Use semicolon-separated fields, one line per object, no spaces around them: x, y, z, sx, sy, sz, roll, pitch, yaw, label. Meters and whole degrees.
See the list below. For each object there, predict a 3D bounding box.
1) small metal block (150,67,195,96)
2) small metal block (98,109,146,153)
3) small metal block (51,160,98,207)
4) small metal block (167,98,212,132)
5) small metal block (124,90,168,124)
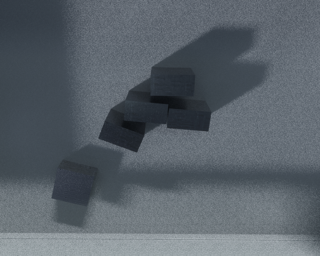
0.014;-0.057;0.377;0.050;0.050;0.025;1;110;-1;small metal block
-0.047;0.002;0.398;0.050;0.050;0.025;21;109;-8;small metal block
-0.121;0.078;0.438;0.050;0.025;0.050;15;109;-6;small metal block
0.035;-0.018;0.392;0.050;0.050;0.025;5;110;-2;small metal block
-0.017;-0.027;0.388;0.050;0.050;0.025;5;110;-2;small metal block
